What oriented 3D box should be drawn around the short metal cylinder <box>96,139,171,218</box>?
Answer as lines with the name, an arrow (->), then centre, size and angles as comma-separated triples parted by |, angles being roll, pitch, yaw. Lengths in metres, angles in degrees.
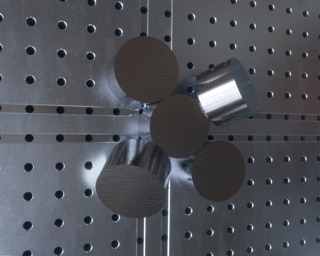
short metal cylinder -> -0.029, 0.060, 0.367 | 0.080, 0.050, 0.079 | 4, 121, 7

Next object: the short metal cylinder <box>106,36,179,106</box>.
short metal cylinder -> -0.023, -0.070, 0.391 | 0.081, 0.050, 0.079 | 0, 90, -21

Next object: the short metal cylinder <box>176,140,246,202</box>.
short metal cylinder -> 0.069, 0.056, 0.426 | 0.081, 0.050, 0.079 | 0, 90, -21

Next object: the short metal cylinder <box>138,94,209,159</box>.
short metal cylinder -> 0.017, -0.002, 0.406 | 0.081, 0.050, 0.079 | 0, 90, -21

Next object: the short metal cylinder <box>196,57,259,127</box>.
short metal cylinder -> 0.091, -0.047, 0.412 | 0.080, 0.050, 0.080 | 36, 42, -41
